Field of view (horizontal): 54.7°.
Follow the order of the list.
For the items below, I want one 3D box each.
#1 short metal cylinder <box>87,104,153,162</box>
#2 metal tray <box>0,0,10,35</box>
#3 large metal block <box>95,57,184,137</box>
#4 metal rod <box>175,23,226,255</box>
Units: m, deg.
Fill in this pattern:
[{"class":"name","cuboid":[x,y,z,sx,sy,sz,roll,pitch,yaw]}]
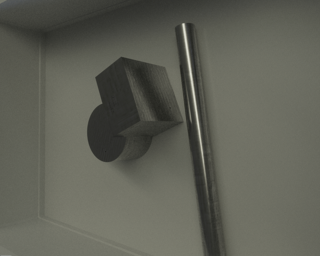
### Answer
[{"class":"short metal cylinder","cuboid":[-0.057,0.006,0.435,0.080,0.050,0.079,0,90,39]},{"class":"metal tray","cuboid":[-0.407,-0.279,0.736,0.130,0.030,0.089,24,105,37]},{"class":"large metal block","cuboid":[-0.025,-0.035,0.389,0.050,0.081,0.080,-28,73,36]},{"class":"metal rod","cuboid":[0.048,0.024,0.365,0.025,0.025,0.298,-11,83,39]}]
